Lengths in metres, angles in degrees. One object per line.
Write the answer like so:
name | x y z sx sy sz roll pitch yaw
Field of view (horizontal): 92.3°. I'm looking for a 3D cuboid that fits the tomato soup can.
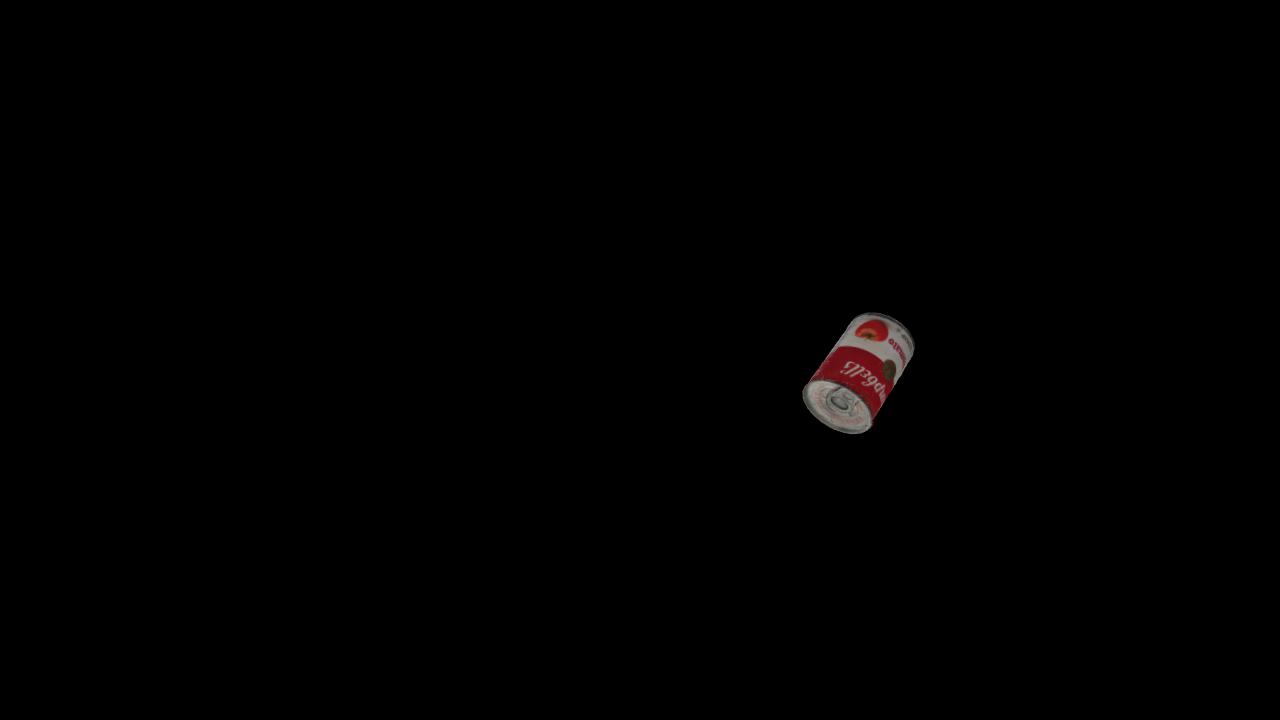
tomato soup can | 0.208 0.011 0.581 0.068 0.068 0.101 0 41 52
